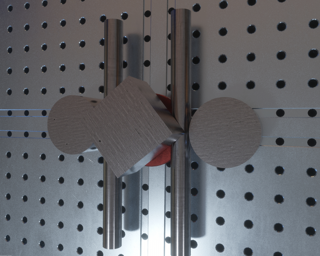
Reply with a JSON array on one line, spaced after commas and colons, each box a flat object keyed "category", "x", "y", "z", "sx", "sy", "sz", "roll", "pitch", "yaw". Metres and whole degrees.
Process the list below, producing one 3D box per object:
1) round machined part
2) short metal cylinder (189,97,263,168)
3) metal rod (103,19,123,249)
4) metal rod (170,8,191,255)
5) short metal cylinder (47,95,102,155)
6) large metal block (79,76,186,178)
[{"category": "round machined part", "x": -0.014, "y": 0.003, "z": 0.409, "sx": 0.098, "sy": 0.042, "sz": 0.097, "roll": 0, "pitch": 90, "yaw": 20}, {"category": "short metal cylinder", "x": 0.080, "y": 0.005, "z": 0.370, "sx": 0.080, "sy": 0.050, "sz": 0.080, "roll": 0, "pitch": 90, "yaw": 20}, {"category": "metal rod", "x": -0.062, "y": 0.008, "z": 0.412, "sx": 0.025, "sy": 0.025, "sz": 0.298, "roll": 0, "pitch": 90, "yaw": 20}, {"category": "metal rod", "x": 0.026, "y": 0.007, "z": 0.381, "sx": 0.025, "sy": 0.025, "sz": 0.298, "roll": 0, "pitch": 90, "yaw": 20}, {"category": "short metal cylinder", "x": -0.109, "y": -0.004, "z": 0.438, "sx": 0.080, "sy": 0.050, "sz": 0.080, "roll": 0, "pitch": 90, "yaw": 20}, {"category": "large metal block", "x": -0.031, "y": -0.001, "z": 0.360, "sx": 0.080, "sy": 0.050, "sz": 0.080, "roll": -40, "pitch": 78, "yaw": 15}]
